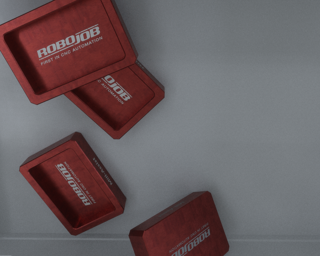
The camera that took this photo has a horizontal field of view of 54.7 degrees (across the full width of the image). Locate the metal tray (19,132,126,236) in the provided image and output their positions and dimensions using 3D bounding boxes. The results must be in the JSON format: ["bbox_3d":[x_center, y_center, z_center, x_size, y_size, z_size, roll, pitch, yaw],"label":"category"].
[{"bbox_3d":[-0.119,0.081,0.437,0.090,0.030,0.130,-28,108,9],"label":"metal tray"}]

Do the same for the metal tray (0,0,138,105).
[{"bbox_3d":[-0.101,-0.091,0.341,0.130,0.030,0.090,-21,109,7],"label":"metal tray"}]

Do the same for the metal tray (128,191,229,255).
[{"bbox_3d":[0.030,0.148,0.404,0.030,0.131,0.090,-19,90,48],"label":"metal tray"}]

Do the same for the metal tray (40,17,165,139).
[{"bbox_3d":[-0.069,-0.060,0.385,0.090,0.030,0.130,-42,105,14],"label":"metal tray"}]
